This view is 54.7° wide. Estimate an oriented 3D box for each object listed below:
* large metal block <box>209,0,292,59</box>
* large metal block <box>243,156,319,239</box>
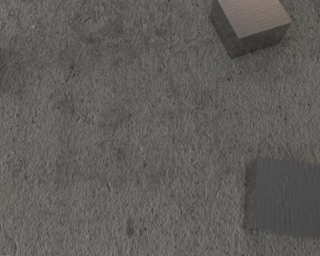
[{"bbox_3d":[0.129,-0.158,0.453,0.080,0.050,0.080,-19,71,-7],"label":"large metal block"},{"bbox_3d":[0.147,0.083,0.365,0.080,0.050,0.080,8,70,3],"label":"large metal block"}]
